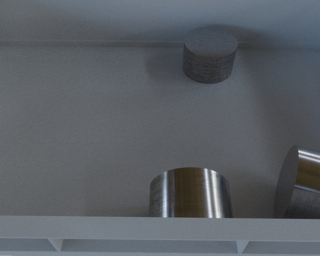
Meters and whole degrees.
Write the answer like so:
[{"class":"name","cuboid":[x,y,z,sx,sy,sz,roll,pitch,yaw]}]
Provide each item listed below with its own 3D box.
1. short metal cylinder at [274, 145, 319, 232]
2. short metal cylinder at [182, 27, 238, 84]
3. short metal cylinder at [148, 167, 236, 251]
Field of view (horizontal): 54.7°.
[{"class":"short metal cylinder","cuboid":[0.155,0.062,0.318,0.050,0.080,0.080,14,52,12]},{"class":"short metal cylinder","cuboid":[0.077,-0.115,0.486,0.080,0.050,0.080,0,50,0]},{"class":"short metal cylinder","cuboid":[0.029,0.081,0.301,0.080,0.080,0.050,1,50,0]}]
